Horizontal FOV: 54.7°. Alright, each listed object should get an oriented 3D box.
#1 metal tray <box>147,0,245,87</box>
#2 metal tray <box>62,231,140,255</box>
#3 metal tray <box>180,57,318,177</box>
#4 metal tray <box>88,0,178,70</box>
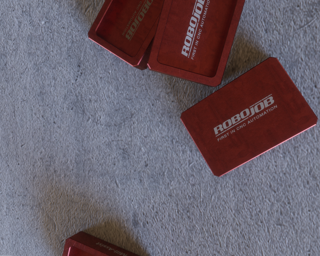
[{"bbox_3d":[0.044,-0.122,0.370,0.091,0.030,0.129,15,97,-6],"label":"metal tray"},{"bbox_3d":[-0.078,0.212,0.433,0.130,0.030,0.089,15,95,19],"label":"metal tray"},{"bbox_3d":[0.102,-0.011,0.370,0.130,0.030,0.090,-33,80,17],"label":"metal tray"},{"bbox_3d":[-0.028,-0.156,0.415,0.090,0.030,0.129,35,101,16],"label":"metal tray"}]
